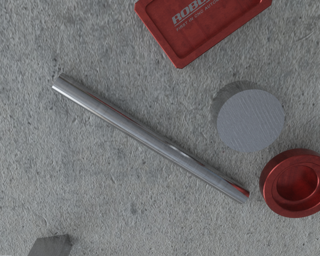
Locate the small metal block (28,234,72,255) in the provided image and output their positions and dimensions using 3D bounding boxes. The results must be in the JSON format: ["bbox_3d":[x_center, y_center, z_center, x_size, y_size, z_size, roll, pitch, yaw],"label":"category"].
[{"bbox_3d":[-0.166,0.189,0.464,0.050,0.050,0.025,-10,110,3],"label":"small metal block"}]

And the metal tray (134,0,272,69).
[{"bbox_3d":[0.048,-0.142,0.355,0.130,0.030,0.090,-35,107,11],"label":"metal tray"}]

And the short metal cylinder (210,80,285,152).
[{"bbox_3d":[0.108,-0.016,0.392,0.081,0.050,0.079,0,110,-1],"label":"short metal cylinder"}]

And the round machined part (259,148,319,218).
[{"bbox_3d":[0.187,0.072,0.430,0.099,0.042,0.097,0,110,-1],"label":"round machined part"}]

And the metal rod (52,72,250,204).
[{"bbox_3d":[-0.003,0.020,0.417,0.301,0.025,0.025,32,107,-12],"label":"metal rod"}]
